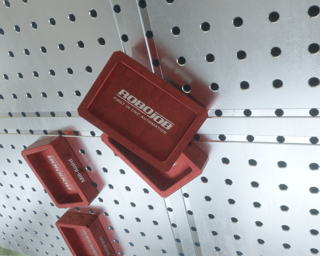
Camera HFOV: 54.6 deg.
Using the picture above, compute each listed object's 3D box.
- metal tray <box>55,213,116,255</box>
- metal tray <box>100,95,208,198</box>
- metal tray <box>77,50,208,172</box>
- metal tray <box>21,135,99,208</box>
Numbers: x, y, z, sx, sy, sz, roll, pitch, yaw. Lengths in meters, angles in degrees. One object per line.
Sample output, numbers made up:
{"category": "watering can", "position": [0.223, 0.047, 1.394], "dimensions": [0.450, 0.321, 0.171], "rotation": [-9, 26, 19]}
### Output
{"category": "metal tray", "position": [-0.147, 0.234, 0.631], "dimensions": [0.090, 0.030, 0.129], "rotation": [-5, 116, 30]}
{"category": "metal tray", "position": [-0.010, 0.029, 0.431], "dimensions": [0.130, 0.030, 0.090], "rotation": [44, 129, -3]}
{"category": "metal tray", "position": [-0.020, -0.020, 0.373], "dimensions": [0.130, 0.030, 0.090], "rotation": [34, 99, -1]}
{"category": "metal tray", "position": [-0.178, 0.082, 0.553], "dimensions": [0.090, 0.030, 0.130], "rotation": [-14, 111, 34]}
